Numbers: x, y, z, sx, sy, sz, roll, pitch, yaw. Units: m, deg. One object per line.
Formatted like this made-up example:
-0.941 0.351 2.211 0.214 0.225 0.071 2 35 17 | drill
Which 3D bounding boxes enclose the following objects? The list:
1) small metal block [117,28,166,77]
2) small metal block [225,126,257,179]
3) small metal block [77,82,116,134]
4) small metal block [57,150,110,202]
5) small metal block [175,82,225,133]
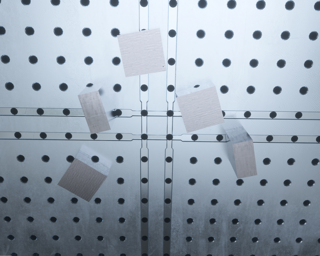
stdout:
-0.021 -0.093 0.379 0.050 0.025 0.050 -9 110 3 | small metal block
0.107 0.031 0.412 0.025 0.050 0.050 -12 110 4 | small metal block
-0.077 -0.027 0.390 0.025 0.050 0.050 -13 110 5 | small metal block
-0.107 0.068 0.438 0.050 0.025 0.050 33 107 -12 | small metal block
0.052 -0.027 0.404 0.050 0.025 0.050 -16 109 6 | small metal block
